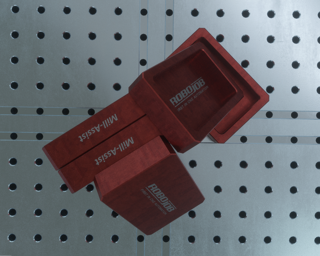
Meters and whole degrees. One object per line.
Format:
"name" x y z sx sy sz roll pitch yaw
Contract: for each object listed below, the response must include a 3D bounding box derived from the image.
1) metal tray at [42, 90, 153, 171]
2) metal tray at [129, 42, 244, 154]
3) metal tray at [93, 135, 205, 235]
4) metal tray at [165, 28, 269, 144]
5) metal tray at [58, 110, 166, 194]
"metal tray" -0.067 0.000 0.380 0.130 0.090 0.030 -32 90 0
"metal tray" 0.036 -0.041 0.357 0.090 0.030 0.131 51 45 0
"metal tray" -0.006 0.074 0.367 0.090 0.130 0.030 -32 49 0
"metal tray" 0.066 -0.054 0.410 0.090 0.030 0.130 -44 91 0
"metal tray" -0.049 0.025 0.379 0.130 0.090 0.030 -32 90 0
